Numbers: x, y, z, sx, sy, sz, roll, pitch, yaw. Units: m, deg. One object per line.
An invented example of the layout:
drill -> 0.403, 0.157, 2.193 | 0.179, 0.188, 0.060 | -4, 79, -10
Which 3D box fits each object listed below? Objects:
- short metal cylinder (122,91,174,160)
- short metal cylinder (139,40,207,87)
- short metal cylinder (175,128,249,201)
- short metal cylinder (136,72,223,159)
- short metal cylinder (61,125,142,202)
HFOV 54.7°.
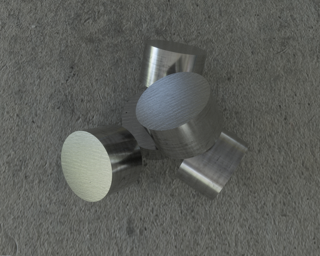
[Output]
short metal cylinder -> -0.006, -0.003, 0.397 | 0.081, 0.050, 0.080 | 0, 70, -1
short metal cylinder -> 0.016, -0.081, 0.403 | 0.080, 0.080, 0.050 | 13, 114, 4
short metal cylinder -> 0.061, 0.038, 0.366 | 0.050, 0.080, 0.080 | 33, 73, 11
short metal cylinder -> 0.021, -0.014, 0.330 | 0.080, 0.050, 0.080 | -15, 46, 17
short metal cylinder -> -0.068, 0.039, 0.360 | 0.080, 0.050, 0.079 | 7, 102, 34
